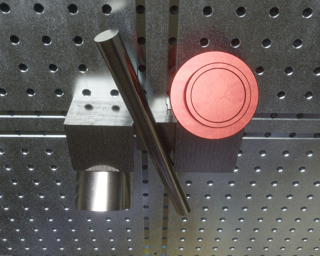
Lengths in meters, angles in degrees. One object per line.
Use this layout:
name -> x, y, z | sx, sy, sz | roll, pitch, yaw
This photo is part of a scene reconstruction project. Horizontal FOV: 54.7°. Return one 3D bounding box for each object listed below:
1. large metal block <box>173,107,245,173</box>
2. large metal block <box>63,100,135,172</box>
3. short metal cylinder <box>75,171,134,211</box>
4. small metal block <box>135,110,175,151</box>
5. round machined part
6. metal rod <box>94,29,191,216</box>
large metal block -> 0.059, 0.013, 0.408 | 0.081, 0.050, 0.079 | 1, 130, -1
large metal block -> -0.073, 0.011, 0.405 | 0.081, 0.050, 0.079 | 1, 130, -2
short metal cylinder -> -0.078, 0.087, 0.440 | 0.081, 0.050, 0.080 | 1, 173, 0
small metal block -> -0.006, 0.004, 0.415 | 0.050, 0.025, 0.050 | 0, 130, -1
round machined part -> 0.060, -0.035, 0.339 | 0.099, 0.042, 0.097 | 0, 95, -1
metal rod -> -0.008, 0.018, 0.393 | 0.025, 0.025, 0.299 | -14, 129, 11
